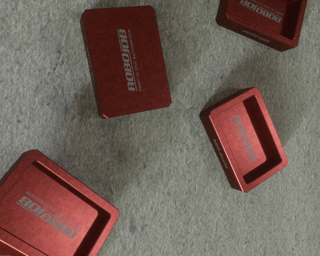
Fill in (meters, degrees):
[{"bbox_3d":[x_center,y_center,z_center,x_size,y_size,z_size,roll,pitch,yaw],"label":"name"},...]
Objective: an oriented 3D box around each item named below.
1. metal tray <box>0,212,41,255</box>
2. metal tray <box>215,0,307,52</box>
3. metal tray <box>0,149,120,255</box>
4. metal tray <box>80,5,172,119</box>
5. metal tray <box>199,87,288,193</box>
[{"bbox_3d":[-0.169,0.171,0.345,0.091,0.030,0.129,-30,100,-18],"label":"metal tray"},{"bbox_3d":[0.155,-0.179,0.464,0.131,0.030,0.090,15,85,-20],"label":"metal tray"},{"bbox_3d":[-0.119,0.097,0.340,0.130,0.030,0.090,44,58,-22],"label":"metal tray"},{"bbox_3d":[-0.042,-0.083,0.391,0.091,0.030,0.129,-12,94,-20],"label":"metal tray"},{"bbox_3d":[0.124,0.016,0.453,0.091,0.030,0.129,-28,100,-18],"label":"metal tray"}]
